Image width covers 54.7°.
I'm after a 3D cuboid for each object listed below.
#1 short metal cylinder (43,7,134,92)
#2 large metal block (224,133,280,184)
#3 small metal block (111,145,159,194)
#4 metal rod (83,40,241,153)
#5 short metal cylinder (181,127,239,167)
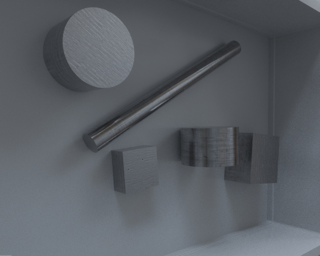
[{"bbox_3d":[-0.075,-0.080,0.329,0.081,0.050,0.079,0,90,-40],"label":"short metal cylinder"},{"bbox_3d":[0.157,0.051,0.525,0.081,0.050,0.080,7,86,-40],"label":"large metal block"},{"bbox_3d":[-0.030,0.050,0.383,0.050,0.025,0.050,-7,95,-40],"label":"small metal block"},{"bbox_3d":[0.023,-0.058,0.427,0.302,0.025,0.025,-37,113,-34],"label":"metal rod"},{"bbox_3d":[0.069,0.024,0.431,0.081,0.080,0.050,-2,92,-40],"label":"short metal cylinder"}]
